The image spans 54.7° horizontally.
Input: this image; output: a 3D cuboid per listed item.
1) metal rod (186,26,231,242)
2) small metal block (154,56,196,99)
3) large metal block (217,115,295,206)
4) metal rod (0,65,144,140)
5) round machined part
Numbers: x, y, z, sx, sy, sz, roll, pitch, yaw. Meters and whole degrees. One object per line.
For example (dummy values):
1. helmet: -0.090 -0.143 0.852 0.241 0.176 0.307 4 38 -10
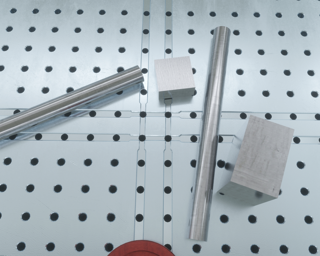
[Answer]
1. metal rod: 0.068 -0.007 0.415 0.025 0.025 0.299 9 70 3
2. small metal block: 0.020 -0.071 0.438 0.050 0.025 0.050 -7 70 -3
3. large metal block: 0.111 0.042 0.369 0.050 0.080 0.080 20 71 7
4. metal rod: -0.164 -0.018 0.416 0.302 0.025 0.025 -24 72 -9
5. round machined part: -0.020 0.174 0.339 0.099 0.042 0.098 0 70 -1
